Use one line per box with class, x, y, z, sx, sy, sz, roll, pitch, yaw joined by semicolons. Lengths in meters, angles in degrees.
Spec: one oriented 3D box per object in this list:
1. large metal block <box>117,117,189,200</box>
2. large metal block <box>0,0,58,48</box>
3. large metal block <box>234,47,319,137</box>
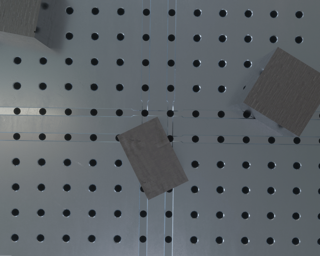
large metal block;-0.008;0.034;0.386;0.050;0.080;0.080;-26;90;0
large metal block;-0.184;-0.156;0.400;0.080;0.050;0.080;11;90;0
large metal block;0.156;-0.044;0.402;0.080;0.050;0.080;32;90;0
